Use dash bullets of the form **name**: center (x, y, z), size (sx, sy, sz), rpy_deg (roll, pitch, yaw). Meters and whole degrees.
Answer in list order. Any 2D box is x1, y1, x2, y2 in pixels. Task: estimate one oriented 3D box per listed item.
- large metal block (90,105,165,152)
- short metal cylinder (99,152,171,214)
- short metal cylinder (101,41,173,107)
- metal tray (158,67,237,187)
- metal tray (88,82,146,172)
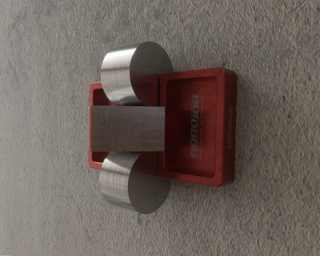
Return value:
- **large metal block**: center (-0.041, 0.000, 0.378), size (0.080, 0.081, 0.050), rpy_deg (-170, 81, -80)
- **short metal cylinder**: center (-0.030, 0.064, 0.395), size (0.050, 0.081, 0.079), rpy_deg (3, 92, 40)
- **short metal cylinder**: center (-0.027, -0.066, 0.393), size (0.050, 0.081, 0.079), rpy_deg (3, 92, 40)
- **metal tray**: center (0.043, -0.002, 0.369), size (0.090, 0.030, 0.129), rpy_deg (2, 91, 40)
- **metal tray**: center (-0.065, -0.003, 0.458), size (0.090, 0.030, 0.129), rpy_deg (2, 91, 40)
